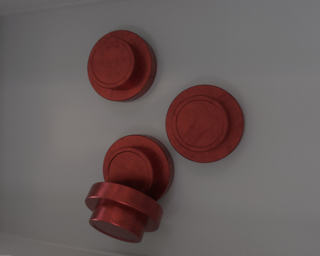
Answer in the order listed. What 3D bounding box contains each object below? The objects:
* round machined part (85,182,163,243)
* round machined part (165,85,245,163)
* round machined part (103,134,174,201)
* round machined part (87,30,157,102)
[{"bbox_3d":[-0.049,0.110,0.387,0.098,0.098,0.042,7,54,20],"label":"round machined part"},{"bbox_3d":[0.053,-0.005,0.383,0.098,0.042,0.097,0,90,20],"label":"round machined part"},{"bbox_3d":[-0.034,0.057,0.413,0.098,0.042,0.097,0,90,20],"label":"round machined part"},{"bbox_3d":[-0.057,-0.085,0.422,0.098,0.042,0.097,0,90,20],"label":"round machined part"}]
